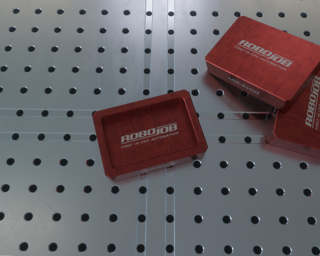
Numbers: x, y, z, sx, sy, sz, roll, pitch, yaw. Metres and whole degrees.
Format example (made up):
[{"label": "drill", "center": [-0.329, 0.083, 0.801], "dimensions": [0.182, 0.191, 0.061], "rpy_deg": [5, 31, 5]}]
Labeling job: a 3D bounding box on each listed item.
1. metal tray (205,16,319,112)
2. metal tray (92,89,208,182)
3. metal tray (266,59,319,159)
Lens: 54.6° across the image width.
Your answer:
[{"label": "metal tray", "center": [0.139, -0.091, 0.421], "dimensions": [0.130, 0.030, 0.090], "rpy_deg": [35, 79, 27]}, {"label": "metal tray", "center": [-0.014, 0.009, 0.405], "dimensions": [0.131, 0.030, 0.090], "rpy_deg": [-15, 71, -6]}, {"label": "metal tray", "center": [0.205, -0.030, 0.421], "dimensions": [0.090, 0.030, 0.130], "rpy_deg": [17, 71, 6]}]
